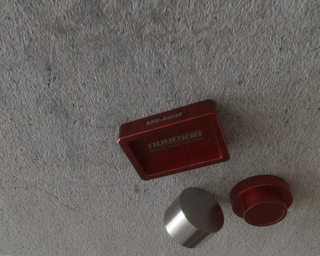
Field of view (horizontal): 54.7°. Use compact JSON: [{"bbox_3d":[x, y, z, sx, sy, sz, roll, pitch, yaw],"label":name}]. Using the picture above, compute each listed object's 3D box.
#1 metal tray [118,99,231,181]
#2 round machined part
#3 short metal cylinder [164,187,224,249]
[{"bbox_3d":[0.020,0.020,0.421,0.130,0.030,0.090,-16,129,13],"label":"metal tray"},{"bbox_3d":[0.166,0.124,0.503,0.099,0.042,0.097,0,130,0],"label":"round machined part"},{"bbox_3d":[0.054,0.142,0.492,0.080,0.080,0.050,22,127,-18],"label":"short metal cylinder"}]
